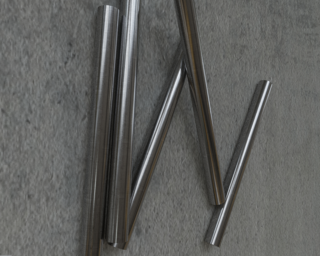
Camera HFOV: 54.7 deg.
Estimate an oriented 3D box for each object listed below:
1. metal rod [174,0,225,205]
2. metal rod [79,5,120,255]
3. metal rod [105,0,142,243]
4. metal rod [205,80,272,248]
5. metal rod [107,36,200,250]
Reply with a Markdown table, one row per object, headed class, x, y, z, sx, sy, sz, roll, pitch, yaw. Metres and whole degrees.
| class | x | y | z | sx | sy | sz | roll | pitch | yaw |
| --- | --- | --- | --- | --- | --- | --- | --- | --- | --- |
| metal rod | 0.059 | -0.024 | 0.432 | 0.025 | 0.025 | 0.298 | -28 | 115 | -37 |
| metal rod | -0.068 | 0.013 | 0.348 | 0.025 | 0.025 | 0.298 | 6 | 86 | -40 |
| metal rod | -0.041 | -0.024 | 0.360 | 0.025 | 0.025 | 0.298 | 8 | 81 | -40 |
| metal rod | 0.137 | 0.049 | 0.522 | 0.025 | 0.025 | 0.300 | 37 | 67 | -34 |
| metal rod | -0.002 | 0.003 | 0.404 | 0.025 | 0.025 | 0.299 | 31 | 70 | -36 |
